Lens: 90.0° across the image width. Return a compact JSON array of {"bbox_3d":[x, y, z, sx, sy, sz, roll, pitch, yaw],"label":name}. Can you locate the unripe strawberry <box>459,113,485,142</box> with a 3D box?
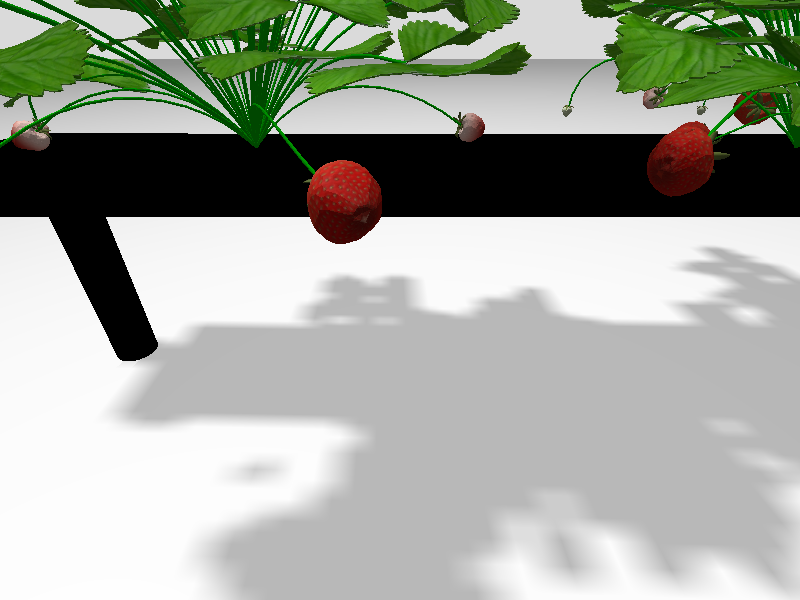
[{"bbox_3d":[0.062,-0.148,0.344,0.022,0.023,0.020,7,31,-11],"label":"unripe strawberry"}]

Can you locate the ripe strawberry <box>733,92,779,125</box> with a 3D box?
[{"bbox_3d":[0.382,-0.211,0.432,0.038,0.040,0.041,12,34,19],"label":"ripe strawberry"}]

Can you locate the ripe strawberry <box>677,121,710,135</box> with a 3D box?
[{"bbox_3d":[0.189,-0.102,0.266,0.028,0.030,0.026,-15,36,-22],"label":"ripe strawberry"}]

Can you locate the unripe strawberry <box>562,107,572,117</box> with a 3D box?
[{"bbox_3d":[0.174,-0.196,0.417,0.010,0.010,0.011,20,38,29],"label":"unripe strawberry"}]

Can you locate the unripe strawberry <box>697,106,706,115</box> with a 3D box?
[{"bbox_3d":[0.350,-0.220,0.465,0.009,0.010,0.010,4,33,6],"label":"unripe strawberry"}]

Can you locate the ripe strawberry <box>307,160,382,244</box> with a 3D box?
[{"bbox_3d":[-0.021,-0.039,0.167,0.032,0.034,0.035,-16,36,-23],"label":"ripe strawberry"}]

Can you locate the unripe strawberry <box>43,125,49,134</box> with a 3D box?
[{"bbox_3d":[-0.311,-0.148,0.349,0.010,0.010,0.011,4,33,6],"label":"unripe strawberry"}]

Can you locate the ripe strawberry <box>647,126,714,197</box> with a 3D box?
[{"bbox_3d":[0.149,-0.073,0.216,0.034,0.035,0.031,-29,42,-23],"label":"ripe strawberry"}]

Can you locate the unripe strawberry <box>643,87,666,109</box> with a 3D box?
[{"bbox_3d":[0.332,-0.266,0.525,0.026,0.030,0.028,0,21,0],"label":"unripe strawberry"}]

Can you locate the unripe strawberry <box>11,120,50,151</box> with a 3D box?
[{"bbox_3d":[-0.295,-0.129,0.318,0.024,0.023,0.022,-22,32,9],"label":"unripe strawberry"}]
